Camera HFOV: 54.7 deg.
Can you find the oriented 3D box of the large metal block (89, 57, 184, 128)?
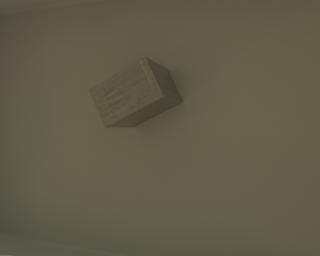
[{"bbox_3d":[-0.027,-0.040,0.390,0.080,0.080,0.050,-27,82,18],"label":"large metal block"}]
